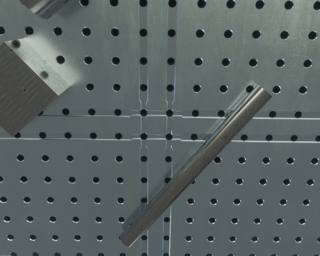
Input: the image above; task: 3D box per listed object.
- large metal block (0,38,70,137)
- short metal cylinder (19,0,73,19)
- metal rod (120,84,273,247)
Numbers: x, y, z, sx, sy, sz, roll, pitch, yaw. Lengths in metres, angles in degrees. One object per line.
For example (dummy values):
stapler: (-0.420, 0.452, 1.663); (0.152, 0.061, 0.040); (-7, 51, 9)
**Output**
large metal block: (-0.174, -0.050, 0.380); (0.080, 0.050, 0.080); (-39, 106, 13)
short metal cylinder: (-0.126, -0.163, 0.323); (0.050, 0.080, 0.080); (-33, 107, 11)
metal rod: (0.042, 0.062, 0.436); (0.025, 0.025, 0.299); (37, 106, -13)
